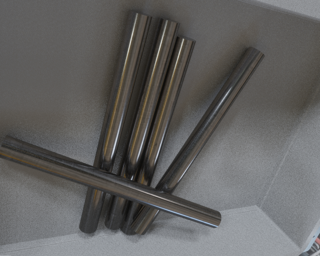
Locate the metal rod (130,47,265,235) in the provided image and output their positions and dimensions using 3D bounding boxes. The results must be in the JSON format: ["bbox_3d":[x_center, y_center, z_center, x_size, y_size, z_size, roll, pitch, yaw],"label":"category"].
[{"bbox_3d":[0.049,0.022,0.433,0.025,0.025,0.299,29,97,-38],"label":"metal rod"}]

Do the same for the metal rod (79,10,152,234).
[{"bbox_3d":[-0.061,0.010,0.382,0.025,0.025,0.298,3,117,-30],"label":"metal rod"}]

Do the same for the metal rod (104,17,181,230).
[{"bbox_3d":[-0.029,0.011,0.400,0.025,0.025,0.298,3,117,-30],"label":"metal rod"}]

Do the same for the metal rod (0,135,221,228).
[{"bbox_3d":[-0.044,0.076,0.391,0.302,0.025,0.025,25,105,-24],"label":"metal rod"}]

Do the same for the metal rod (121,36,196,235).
[{"bbox_3d":[-0.009,0.026,0.421,0.025,0.025,0.298,2,117,-30],"label":"metal rod"}]
